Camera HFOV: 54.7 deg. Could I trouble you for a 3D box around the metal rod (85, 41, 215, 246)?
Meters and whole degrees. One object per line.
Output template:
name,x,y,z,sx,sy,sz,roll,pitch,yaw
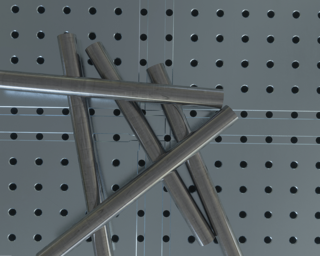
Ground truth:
metal rod,-0.013,0.021,0.413,0.025,0.025,0.299,-30,90,0

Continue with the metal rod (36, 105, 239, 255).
metal rod,-0.028,0.073,0.388,0.300,0.025,0.025,-38,90,-1

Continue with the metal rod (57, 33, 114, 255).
metal rod,-0.099,0.025,0.411,0.025,0.025,0.298,-10,90,0

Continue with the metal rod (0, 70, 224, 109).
metal rod,-0.073,-0.049,0.388,0.302,0.025,0.025,5,90,-1

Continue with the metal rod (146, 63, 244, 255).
metal rod,0.051,0.056,0.414,0.025,0.025,0.299,-23,90,0
